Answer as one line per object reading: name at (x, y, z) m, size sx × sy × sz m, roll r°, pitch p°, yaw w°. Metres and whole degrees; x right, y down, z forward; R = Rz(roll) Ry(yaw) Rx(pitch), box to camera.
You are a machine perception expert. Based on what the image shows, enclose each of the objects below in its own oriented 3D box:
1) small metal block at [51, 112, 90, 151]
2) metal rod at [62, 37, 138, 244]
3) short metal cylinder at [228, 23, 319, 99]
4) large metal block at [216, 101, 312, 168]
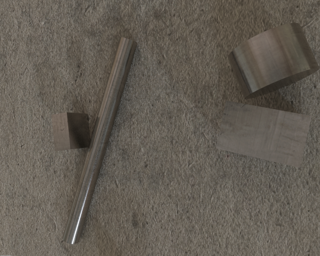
small metal block at (-0.125, 0.005, 0.440) m, size 0.025 × 0.050 × 0.050 m, roll -7°, pitch 88°, yaw 20°
metal rod at (-0.087, 0.022, 0.439) m, size 0.025 × 0.025 × 0.298 m, roll 19°, pitch 96°, yaw 19°
short metal cylinder at (0.121, -0.070, 0.337) m, size 0.080 × 0.080 × 0.050 m, roll -22°, pitch 83°, yaw 18°
large metal block at (0.113, 0.005, 0.340) m, size 0.080 × 0.080 × 0.050 m, roll 13°, pitch 95°, yaw 19°
